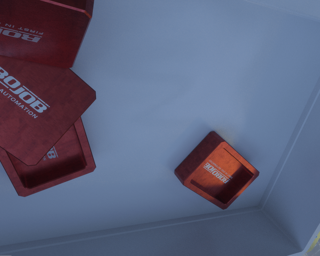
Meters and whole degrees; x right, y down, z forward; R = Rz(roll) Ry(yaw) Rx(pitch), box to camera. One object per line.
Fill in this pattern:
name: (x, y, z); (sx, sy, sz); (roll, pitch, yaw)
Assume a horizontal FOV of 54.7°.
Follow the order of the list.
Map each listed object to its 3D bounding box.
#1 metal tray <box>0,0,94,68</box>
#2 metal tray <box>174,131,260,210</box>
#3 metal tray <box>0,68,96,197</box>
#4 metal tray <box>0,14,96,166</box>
metal tray: (-0.116, -0.082, 0.203); (0.131, 0.090, 0.030); (9, 75, -22)
metal tray: (0.096, 0.073, 0.502); (0.090, 0.030, 0.130); (-48, 129, 5)
metal tray: (-0.130, 0.006, 0.337); (0.091, 0.030, 0.129); (-20, 126, -17)
metal tray: (-0.135, -0.040, 0.272); (0.130, 0.030, 0.090); (43, 82, -21)
